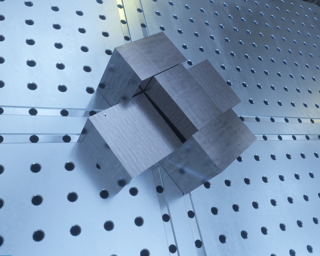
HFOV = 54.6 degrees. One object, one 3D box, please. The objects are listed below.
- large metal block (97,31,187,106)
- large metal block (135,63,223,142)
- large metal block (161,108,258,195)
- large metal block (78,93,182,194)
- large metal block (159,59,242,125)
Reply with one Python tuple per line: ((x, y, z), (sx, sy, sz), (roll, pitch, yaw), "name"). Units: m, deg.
((-0.024, -0.069, 0.401), (0.081, 0.080, 0.050), (-32, 79, -38), "large metal block")
((0.018, -0.020, 0.394), (0.050, 0.080, 0.080), (-33, 80, -38), "large metal block")
((0.060, 0.029, 0.386), (0.081, 0.080, 0.050), (-32, 80, -39), "large metal block")
((-0.034, 0.016, 0.365), (0.081, 0.050, 0.080), (-30, 78, -38), "large metal block")
((0.056, -0.042, 0.446), (0.081, 0.050, 0.080), (-33, 82, -38), "large metal block")
